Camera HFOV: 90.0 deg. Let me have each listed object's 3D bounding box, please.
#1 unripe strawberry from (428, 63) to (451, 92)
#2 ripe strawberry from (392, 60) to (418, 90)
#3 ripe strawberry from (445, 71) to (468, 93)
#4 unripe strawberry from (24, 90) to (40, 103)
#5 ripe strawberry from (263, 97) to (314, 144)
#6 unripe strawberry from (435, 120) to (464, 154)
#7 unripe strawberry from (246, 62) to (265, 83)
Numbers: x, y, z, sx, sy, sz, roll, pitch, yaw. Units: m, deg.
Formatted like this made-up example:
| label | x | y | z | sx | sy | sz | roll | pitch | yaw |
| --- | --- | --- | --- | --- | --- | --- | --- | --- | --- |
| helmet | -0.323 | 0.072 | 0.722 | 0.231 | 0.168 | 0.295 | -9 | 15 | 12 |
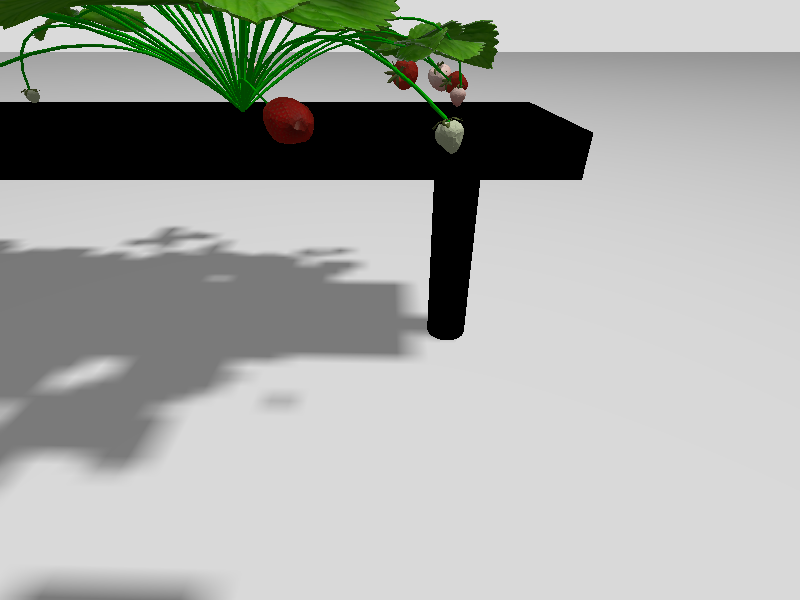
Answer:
| label | x | y | z | sx | sy | sz | roll | pitch | yaw |
| --- | --- | --- | --- | --- | --- | --- | --- | --- | --- |
| unripe strawberry | 0.046 | -0.249 | 0.451 | 0.026 | 0.027 | 0.028 | 30 | -10 | 37 |
| ripe strawberry | 0.008 | -0.253 | 0.447 | 0.029 | 0.032 | 0.031 | 24 | 37 | 32 |
| ripe strawberry | 0.058 | -0.220 | 0.407 | 0.024 | 0.021 | 0.024 | -7 | 32 | -33 |
| unripe strawberry | -0.289 | -0.160 | 0.315 | 0.010 | 0.010 | 0.009 | 0 | 33 | 0 |
| ripe strawberry | -0.057 | -0.094 | 0.210 | 0.026 | 0.023 | 0.026 | -17 | 37 | -24 |
| unripe strawberry | 0.026 | -0.083 | 0.205 | 0.015 | 0.015 | 0.014 | 0 | 24 | 46 |
| unripe strawberry | -0.181 | -0.279 | 0.494 | 0.027 | 0.028 | 0.029 | -8 | 33 | -12 |
